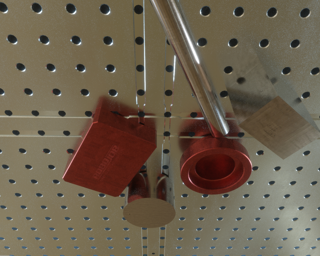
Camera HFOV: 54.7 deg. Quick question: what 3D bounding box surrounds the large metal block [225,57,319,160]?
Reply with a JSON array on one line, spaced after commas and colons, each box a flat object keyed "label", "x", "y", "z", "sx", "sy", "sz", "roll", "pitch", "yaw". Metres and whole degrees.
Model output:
[{"label": "large metal block", "x": 0.128, "y": -0.023, "z": 0.358, "sx": 0.080, "sy": 0.080, "sz": 0.050, "roll": 33, "pitch": 123, "yaw": -25}]

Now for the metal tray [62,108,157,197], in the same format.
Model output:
[{"label": "metal tray", "x": -0.073, "y": 0.040, "z": 0.442, "sx": 0.091, "sy": 0.030, "sz": 0.129, "roll": 23, "pitch": 126, "yaw": -19}]

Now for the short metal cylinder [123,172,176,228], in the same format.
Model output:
[{"label": "short metal cylinder", "x": -0.016, "y": 0.115, "z": 0.493, "sx": 0.081, "sy": 0.050, "sz": 0.079, "roll": 0, "pitch": 130, "yaw": 0}]

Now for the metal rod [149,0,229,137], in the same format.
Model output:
[{"label": "metal rod", "x": 0.019, "y": -0.100, "z": 0.326, "sx": 0.025, "sy": 0.025, "sz": 0.299, "roll": -19, "pitch": 128, "yaw": 15}]

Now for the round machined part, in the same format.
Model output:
[{"label": "round machined part", "x": 0.078, "y": 0.049, "z": 0.443, "sx": 0.099, "sy": 0.042, "sz": 0.097, "roll": 0, "pitch": 131, "yaw": 0}]
